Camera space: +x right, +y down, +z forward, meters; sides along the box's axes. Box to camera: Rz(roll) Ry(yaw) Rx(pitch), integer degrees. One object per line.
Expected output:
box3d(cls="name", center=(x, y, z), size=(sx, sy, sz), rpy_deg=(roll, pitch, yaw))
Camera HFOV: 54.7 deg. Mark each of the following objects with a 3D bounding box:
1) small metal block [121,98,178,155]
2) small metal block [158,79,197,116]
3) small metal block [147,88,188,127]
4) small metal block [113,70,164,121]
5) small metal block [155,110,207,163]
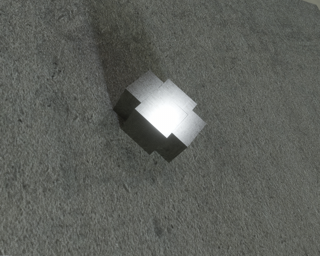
box3d(cls="small metal block", center=(-0.014, -0.001, 0.383), size=(0.050, 0.050, 0.025), rpy_deg=(43, 51, 0))
box3d(cls="small metal block", center=(0.013, -0.029, 0.415), size=(0.050, 0.050, 0.025), rpy_deg=(42, 51, 0))
box3d(cls="small metal block", center=(-0.001, -0.015, 0.399), size=(0.050, 0.050, 0.025), rpy_deg=(43, 51, 0))
box3d(cls="small metal block", center=(-0.028, -0.041, 0.399), size=(0.025, 0.050, 0.050), rpy_deg=(43, 51, 1))
box3d(cls="small metal block", center=(0.026, 0.011, 0.397), size=(0.025, 0.050, 0.050), rpy_deg=(43, 51, 1))
